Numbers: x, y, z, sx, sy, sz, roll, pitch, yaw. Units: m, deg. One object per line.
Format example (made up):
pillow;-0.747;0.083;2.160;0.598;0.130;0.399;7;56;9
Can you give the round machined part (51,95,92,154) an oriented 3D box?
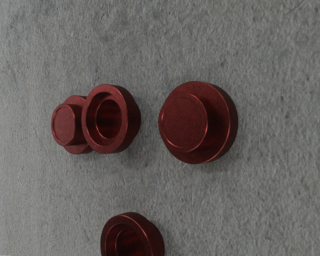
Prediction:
round machined part;-0.142;-0.005;0.508;0.098;0.042;0.097;0;90;39

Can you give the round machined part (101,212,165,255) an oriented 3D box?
round machined part;-0.033;0.163;0.419;0.098;0.042;0.097;0;90;39

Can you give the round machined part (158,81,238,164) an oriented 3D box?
round machined part;0.037;-0.006;0.362;0.098;0.042;0.097;0;90;39

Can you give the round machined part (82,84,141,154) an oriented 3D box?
round machined part;-0.066;-0.013;0.446;0.098;0.042;0.097;0;90;39
